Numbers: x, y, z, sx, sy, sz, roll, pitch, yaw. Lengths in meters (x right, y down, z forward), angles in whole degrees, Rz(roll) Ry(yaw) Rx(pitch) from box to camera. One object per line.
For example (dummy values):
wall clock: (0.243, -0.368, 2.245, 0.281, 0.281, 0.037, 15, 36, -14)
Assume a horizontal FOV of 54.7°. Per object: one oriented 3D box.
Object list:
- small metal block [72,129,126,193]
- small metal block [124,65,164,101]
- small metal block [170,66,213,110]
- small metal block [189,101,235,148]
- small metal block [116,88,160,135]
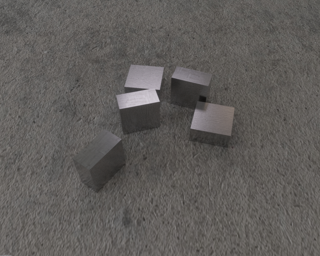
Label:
small metal block: (-0.068, 0.038, 0.354, 0.025, 0.050, 0.050, 30, 56, 22)
small metal block: (-0.022, -0.067, 0.459, 0.050, 0.025, 0.050, 6, 50, 4)
small metal block: (0.043, -0.054, 0.432, 0.050, 0.050, 0.025, 15, 52, 12)
small metal block: (0.069, -0.005, 0.408, 0.050, 0.025, 0.050, 11, 51, 9)
small metal block: (-0.028, -0.021, 0.404, 0.050, 0.050, 0.025, -12, 51, -10)
